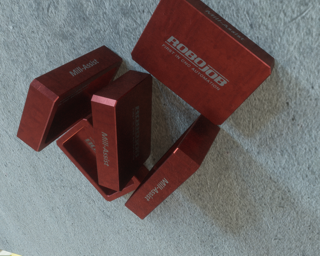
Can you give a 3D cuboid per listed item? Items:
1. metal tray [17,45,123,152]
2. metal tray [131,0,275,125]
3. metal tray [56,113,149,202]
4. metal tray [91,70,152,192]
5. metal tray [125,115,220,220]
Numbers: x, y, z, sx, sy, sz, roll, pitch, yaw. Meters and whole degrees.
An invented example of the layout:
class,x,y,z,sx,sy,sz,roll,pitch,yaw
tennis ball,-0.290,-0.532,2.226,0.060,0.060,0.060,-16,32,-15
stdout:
class,x,y,z,sx,sy,sz,roll,pitch,yaw
metal tray,-0.103,-0.039,0.369,0.030,0.131,0.089,37,129,3
metal tray,0.043,-0.075,0.335,0.130,0.030,0.089,39,129,1
metal tray,-0.089,0.046,0.478,0.090,0.030,0.130,-32,101,38
metal tray,-0.044,0.003,0.389,0.030,0.090,0.129,15,125,19
metal tray,0.014,0.049,0.388,0.030,0.090,0.129,40,129,1
